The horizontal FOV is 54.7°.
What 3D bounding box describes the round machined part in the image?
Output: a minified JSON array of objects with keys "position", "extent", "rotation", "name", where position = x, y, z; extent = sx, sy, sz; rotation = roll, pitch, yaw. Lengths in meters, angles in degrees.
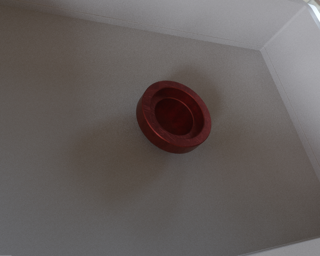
[{"position":[0.014,-0.010,0.406],"extent":[0.099,0.042,0.098],"rotation":[14,56,-21],"name":"round machined part"}]
